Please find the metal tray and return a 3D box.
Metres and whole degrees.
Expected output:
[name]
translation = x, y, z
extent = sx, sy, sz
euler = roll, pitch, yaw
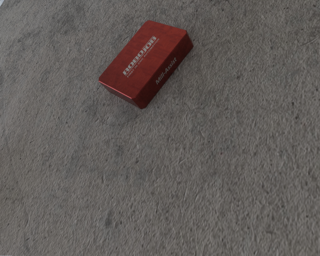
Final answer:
[metal tray]
translation = -0.022, -0.100, 0.474
extent = 0.090, 0.030, 0.130
euler = 30, 78, 37
